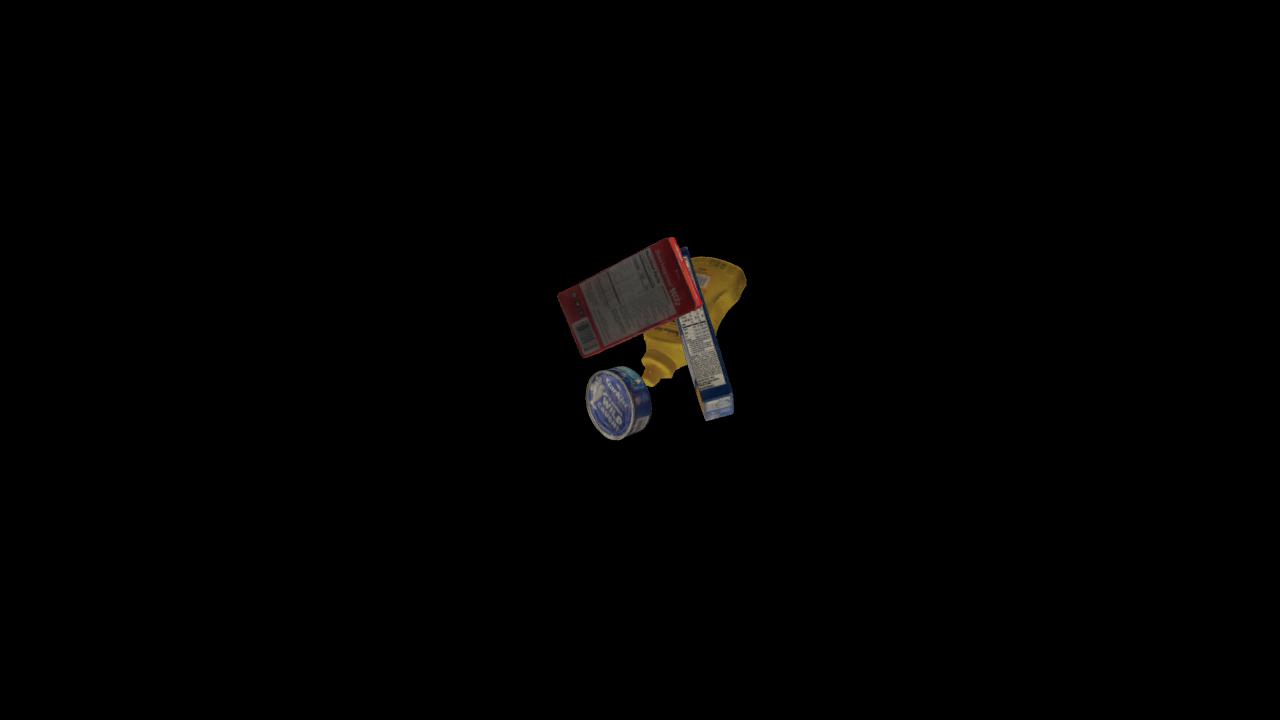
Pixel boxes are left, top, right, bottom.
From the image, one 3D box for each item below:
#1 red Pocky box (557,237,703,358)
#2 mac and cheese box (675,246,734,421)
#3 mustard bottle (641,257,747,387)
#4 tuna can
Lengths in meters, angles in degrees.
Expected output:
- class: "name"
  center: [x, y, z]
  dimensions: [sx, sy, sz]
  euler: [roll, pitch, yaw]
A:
- class: "red Pocky box"
  center: [-0.014, -0.066, 0.680]
  dimensions: [0.155, 0.083, 0.028]
  euler: [-23, -2, 27]
- class: "mac and cheese box"
  center: [0.066, -0.029, 0.719]
  dimensions: [0.041, 0.184, 0.093]
  euler: [-17, -20, 5]
- class: "mustard bottle"
  center: [0.053, -0.044, 0.752]
  dimensions: [0.092, 0.184, 0.054]
  euler: [18, -26, 30]
- class: "tuna can"
  center: [-0.025, 0.050, 0.728]
  dimensions: [0.034, 0.084, 0.084]
  euler: [-14, 10, -42]
